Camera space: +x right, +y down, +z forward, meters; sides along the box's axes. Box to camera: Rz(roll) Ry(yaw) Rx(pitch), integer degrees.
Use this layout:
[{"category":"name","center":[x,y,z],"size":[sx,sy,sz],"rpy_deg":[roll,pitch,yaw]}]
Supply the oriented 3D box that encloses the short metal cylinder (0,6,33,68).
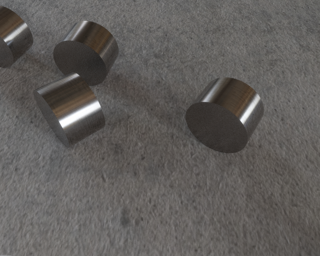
[{"category":"short metal cylinder","center":[-0.249,-0.142,0.483],"size":[0.080,0.080,0.050],"rpy_deg":[16,52,13]}]

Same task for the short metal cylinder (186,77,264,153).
[{"category":"short metal cylinder","center":[0.079,-0.015,0.381],"size":[0.080,0.080,0.050],"rpy_deg":[26,55,20]}]

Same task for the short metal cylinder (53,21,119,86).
[{"category":"short metal cylinder","center":[-0.108,-0.109,0.458],"size":[0.080,0.080,0.050],"rpy_deg":[11,51,9]}]

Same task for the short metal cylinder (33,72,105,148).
[{"category":"short metal cylinder","center":[-0.112,-0.022,0.385],"size":[0.050,0.080,0.080],"rpy_deg":[-33,58,-25]}]
